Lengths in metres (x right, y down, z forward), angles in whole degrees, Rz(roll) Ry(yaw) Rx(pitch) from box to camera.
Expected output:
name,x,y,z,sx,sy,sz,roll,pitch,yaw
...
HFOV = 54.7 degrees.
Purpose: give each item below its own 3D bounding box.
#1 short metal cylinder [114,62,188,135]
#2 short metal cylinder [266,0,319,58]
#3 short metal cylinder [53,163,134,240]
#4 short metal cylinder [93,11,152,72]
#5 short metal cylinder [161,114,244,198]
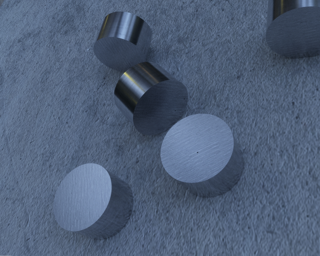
name,x,y,z,sx,sy,sz,roll,pitch,yaw
short metal cylinder,-0.011,-0.038,0.398,0.080,0.080,0.050,-43,51,-1
short metal cylinder,0.166,-0.127,0.359,0.080,0.080,0.050,-2,61,27
short metal cylinder,-0.080,0.089,0.375,0.080,0.050,0.080,-13,56,21
short metal cylinder,-0.056,-0.131,0.479,0.080,0.080,0.050,-2,61,27
short metal cylinder,0.048,0.031,0.344,0.080,0.050,0.080,-13,56,21
